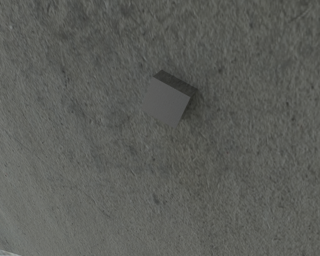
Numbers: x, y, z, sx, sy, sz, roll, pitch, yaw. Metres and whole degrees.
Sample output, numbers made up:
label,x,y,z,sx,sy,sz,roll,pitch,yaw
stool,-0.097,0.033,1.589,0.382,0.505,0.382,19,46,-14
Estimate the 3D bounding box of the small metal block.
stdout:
label,x,y,z,sx,sy,sz,roll,pitch,yaw
small metal block,0.010,-0.035,0.379,0.050,0.025,0.050,30,128,8
